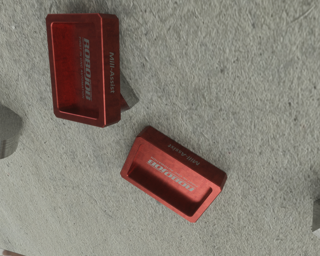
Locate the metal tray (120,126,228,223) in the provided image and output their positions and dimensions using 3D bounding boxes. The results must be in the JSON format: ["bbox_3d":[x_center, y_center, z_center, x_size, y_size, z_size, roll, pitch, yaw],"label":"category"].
[{"bbox_3d":[0.016,0.067,0.436,0.130,0.030,0.089,32,129,7],"label":"metal tray"}]

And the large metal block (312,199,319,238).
[{"bbox_3d":[0.228,0.102,0.334,0.080,0.050,0.080,37,129,3],"label":"large metal block"}]

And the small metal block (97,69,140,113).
[{"bbox_3d":[-0.064,-0.044,0.413,0.050,0.025,0.050,-21,108,35],"label":"small metal block"}]

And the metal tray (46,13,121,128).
[{"bbox_3d":[-0.094,-0.072,0.382,0.090,0.030,0.129,11,110,30],"label":"metal tray"}]

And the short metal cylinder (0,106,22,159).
[{"bbox_3d":[-0.281,0.007,0.524,0.080,0.080,0.050,35,129,5],"label":"short metal cylinder"}]
